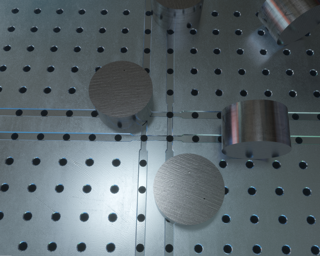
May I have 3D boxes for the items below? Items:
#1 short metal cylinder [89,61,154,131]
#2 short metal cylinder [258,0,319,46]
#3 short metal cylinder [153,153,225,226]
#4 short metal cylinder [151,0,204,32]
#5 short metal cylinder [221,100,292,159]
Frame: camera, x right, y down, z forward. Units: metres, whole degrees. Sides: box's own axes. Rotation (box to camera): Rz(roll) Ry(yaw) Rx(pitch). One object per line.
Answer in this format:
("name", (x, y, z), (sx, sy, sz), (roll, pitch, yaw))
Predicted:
("short metal cylinder", (-0.049, -0.042, 0.413), (0.081, 0.050, 0.080), (0, 70, 0))
("short metal cylinder", (0.190, -0.165, 0.444), (0.080, 0.080, 0.050), (-25, 72, -9))
("short metal cylinder", (0.033, 0.075, 0.371), (0.081, 0.050, 0.080), (0, 70, 0))
("short metal cylinder", (0.026, -0.195, 0.470), (0.081, 0.050, 0.080), (0, 70, 0))
("short metal cylinder", (0.117, 0.004, 0.382), (0.080, 0.080, 0.050), (3, 70, 1))
